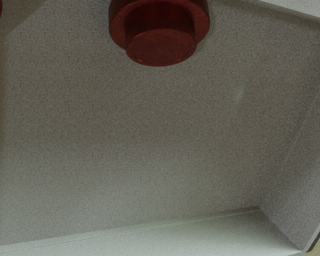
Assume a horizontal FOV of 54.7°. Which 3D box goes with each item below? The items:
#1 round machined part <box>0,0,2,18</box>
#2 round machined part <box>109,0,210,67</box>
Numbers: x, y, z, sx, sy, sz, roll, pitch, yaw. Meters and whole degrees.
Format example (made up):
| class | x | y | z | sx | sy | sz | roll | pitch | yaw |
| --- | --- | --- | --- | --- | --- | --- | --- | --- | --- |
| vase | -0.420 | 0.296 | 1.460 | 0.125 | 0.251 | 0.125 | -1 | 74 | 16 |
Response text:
| class | x | y | z | sx | sy | sz | roll | pitch | yaw |
| --- | --- | --- | --- | --- | --- | --- | --- | --- | --- |
| round machined part | -0.173 | -0.089 | 0.225 | 0.098 | 0.098 | 0.042 | -38 | 91 | -2 |
| round machined part | 0.000 | -0.094 | 0.303 | 0.099 | 0.042 | 0.098 | -4 | 164 | -1 |
